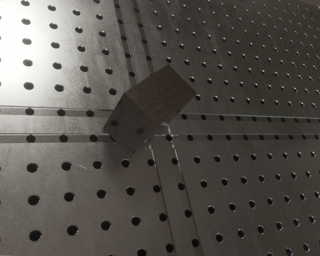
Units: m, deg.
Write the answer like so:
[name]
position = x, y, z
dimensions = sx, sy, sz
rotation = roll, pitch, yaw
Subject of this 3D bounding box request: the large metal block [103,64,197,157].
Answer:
[large metal block]
position = -0.013, -0.021, 0.380
dimensions = 0.050, 0.080, 0.080
rotation = 47, 51, 4
